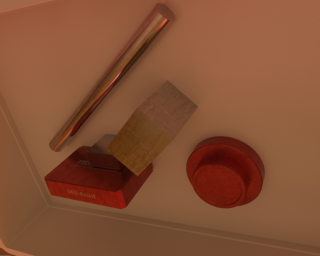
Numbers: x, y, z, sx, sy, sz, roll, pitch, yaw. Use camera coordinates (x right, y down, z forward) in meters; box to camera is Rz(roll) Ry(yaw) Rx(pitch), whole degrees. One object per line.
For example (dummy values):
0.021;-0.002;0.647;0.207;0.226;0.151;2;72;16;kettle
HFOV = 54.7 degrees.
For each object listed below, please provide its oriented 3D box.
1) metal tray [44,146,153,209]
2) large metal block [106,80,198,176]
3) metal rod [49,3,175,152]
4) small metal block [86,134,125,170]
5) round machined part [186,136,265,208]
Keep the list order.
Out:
-0.088;0.067;0.452;0.130;0.090;0.030;4;120;26;metal tray
-0.009;-0.001;0.376;0.050;0.080;0.080;41;129;0;large metal block
-0.083;-0.047;0.421;0.025;0.025;0.299;46;129;-4;metal rod
-0.068;0.033;0.447;0.050;0.050;0.025;4;120;26;small metal block
0.079;0.063;0.394;0.098;0.042;0.097;13;124;20;round machined part
